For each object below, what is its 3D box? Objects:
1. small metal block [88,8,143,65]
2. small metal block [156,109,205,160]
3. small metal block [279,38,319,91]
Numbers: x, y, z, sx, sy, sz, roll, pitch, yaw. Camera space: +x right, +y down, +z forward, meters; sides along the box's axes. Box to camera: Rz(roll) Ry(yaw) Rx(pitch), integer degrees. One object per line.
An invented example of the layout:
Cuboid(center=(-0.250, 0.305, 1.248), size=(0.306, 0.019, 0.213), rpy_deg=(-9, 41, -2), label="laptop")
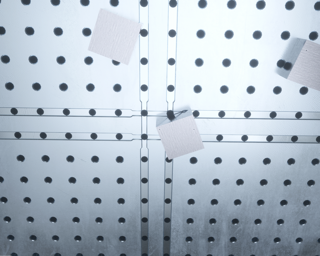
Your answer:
Cuboid(center=(-0.053, -0.110, 0.373), size=(0.050, 0.025, 0.050), rpy_deg=(20, 109, -7), label="small metal block")
Cuboid(center=(0.027, 0.009, 0.417), size=(0.050, 0.025, 0.050), rpy_deg=(-19, 109, 6), label="small metal block")
Cuboid(center=(0.187, -0.078, 0.386), size=(0.050, 0.025, 0.050), rpy_deg=(18, 109, -7), label="small metal block")
